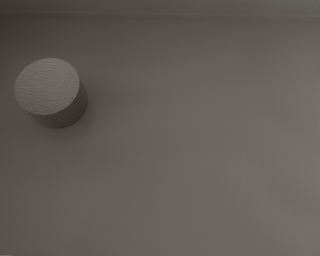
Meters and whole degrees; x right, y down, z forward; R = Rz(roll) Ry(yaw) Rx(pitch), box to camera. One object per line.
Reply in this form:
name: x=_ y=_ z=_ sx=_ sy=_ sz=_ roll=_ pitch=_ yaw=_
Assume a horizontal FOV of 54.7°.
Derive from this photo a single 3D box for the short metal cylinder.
short metal cylinder: x=-0.142 y=-0.045 z=0.411 sx=0.081 sy=0.050 sz=0.080 roll=0 pitch=70 yaw=0
